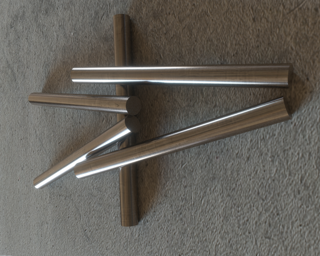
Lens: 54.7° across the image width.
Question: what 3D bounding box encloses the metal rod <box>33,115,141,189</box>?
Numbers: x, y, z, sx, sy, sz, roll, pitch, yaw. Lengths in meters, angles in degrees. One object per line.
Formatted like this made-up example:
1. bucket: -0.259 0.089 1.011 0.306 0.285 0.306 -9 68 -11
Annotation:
1. metal rod: -0.133 0.050 0.495 0.299 0.025 0.025 -29 72 41

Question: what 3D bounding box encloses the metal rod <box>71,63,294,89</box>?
1. metal rod: 0.002 -0.065 0.382 0.300 0.025 0.025 6 94 33

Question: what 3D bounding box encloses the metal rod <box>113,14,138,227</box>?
1. metal rod: -0.050 -0.012 0.445 0.025 0.025 0.298 -4 87 39

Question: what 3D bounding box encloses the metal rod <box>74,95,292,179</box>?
1. metal rod: 0.004 0.021 0.381 0.300 0.025 0.025 -19 78 31

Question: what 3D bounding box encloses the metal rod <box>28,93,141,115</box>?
1. metal rod: -0.139 -0.043 0.500 0.300 0.025 0.025 8 95 45
